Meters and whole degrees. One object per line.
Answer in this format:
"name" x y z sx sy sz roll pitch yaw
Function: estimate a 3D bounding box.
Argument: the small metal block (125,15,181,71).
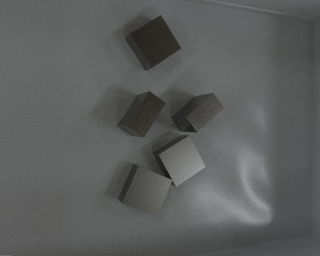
"small metal block" -0.009 -0.111 0.408 0.050 0.025 0.050 -37 102 -16

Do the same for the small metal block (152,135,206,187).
"small metal block" 0.026 0.044 0.421 0.050 0.025 0.050 -31 101 -18

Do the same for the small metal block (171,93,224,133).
"small metal block" 0.049 -0.020 0.417 0.050 0.050 0.025 -42 104 -15

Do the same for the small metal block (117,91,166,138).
"small metal block" -0.024 -0.017 0.389 0.025 0.050 0.050 35 79 -17

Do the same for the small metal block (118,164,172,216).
"small metal block" -0.019 0.080 0.405 0.050 0.025 0.050 26 82 -19
